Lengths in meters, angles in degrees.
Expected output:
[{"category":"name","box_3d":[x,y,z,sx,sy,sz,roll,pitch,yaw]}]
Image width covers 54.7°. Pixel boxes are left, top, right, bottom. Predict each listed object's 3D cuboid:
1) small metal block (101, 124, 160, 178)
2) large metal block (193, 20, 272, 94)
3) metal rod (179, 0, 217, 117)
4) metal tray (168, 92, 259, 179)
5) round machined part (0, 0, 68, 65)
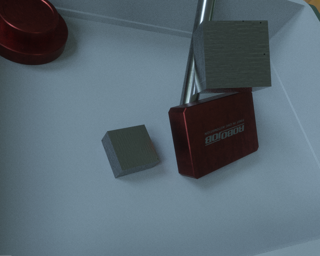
[{"category":"small metal block","box_3d":[-0.036,0.027,0.371,0.050,0.025,0.050,-11,68,-33]},{"category":"large metal block","box_3d":[0.089,-0.087,0.391,0.081,0.050,0.079,-3,90,-8]},{"category":"metal rod","box_3d":[0.058,-0.134,0.425,0.025,0.025,0.298,11,88,-23]},{"category":"metal tray","box_3d":[0.077,0.004,0.416,0.131,0.030,0.089,-17,103,-35]},{"category":"round machined part","box_3d":[-0.165,-0.130,0.386,0.099,0.042,0.098,14,56,-21]}]
